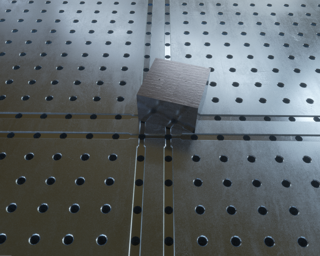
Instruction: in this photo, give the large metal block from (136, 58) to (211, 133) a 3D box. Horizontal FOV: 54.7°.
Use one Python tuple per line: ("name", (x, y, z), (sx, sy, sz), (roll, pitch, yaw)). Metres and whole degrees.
("large metal block", (0.020, -0.047, 0.431), (0.080, 0.050, 0.080), (13, 51, 10))
